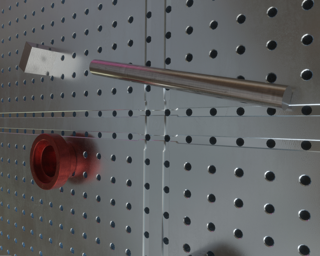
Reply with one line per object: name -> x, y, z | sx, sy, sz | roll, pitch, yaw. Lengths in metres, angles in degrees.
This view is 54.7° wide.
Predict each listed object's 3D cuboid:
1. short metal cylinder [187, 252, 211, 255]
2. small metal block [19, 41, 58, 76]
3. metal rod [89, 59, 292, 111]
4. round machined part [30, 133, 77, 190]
short metal cylinder -> 0.039, 0.193, 0.359 | 0.080, 0.050, 0.079 | 0, 90, 39
small metal block -> -0.227, -0.128, 0.576 | 0.025, 0.050, 0.050 | 40, 114, 32
metal rod -> 0.012, -0.063, 0.397 | 0.300, 0.025, 0.025 | 16, 101, 38
round machined part -> -0.186, 0.058, 0.548 | 0.098, 0.042, 0.097 | 0, 90, 39
